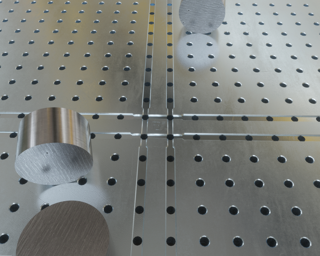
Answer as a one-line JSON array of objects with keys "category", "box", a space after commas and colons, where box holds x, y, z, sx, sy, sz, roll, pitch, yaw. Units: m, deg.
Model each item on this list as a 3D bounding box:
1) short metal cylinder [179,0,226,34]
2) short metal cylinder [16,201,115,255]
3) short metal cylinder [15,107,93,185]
[{"category": "short metal cylinder", "box": [0.077, -0.218, 0.556, 0.080, 0.080, 0.050, 7, 51, 5]}, {"category": "short metal cylinder", "box": [-0.085, 0.117, 0.293, 0.081, 0.050, 0.080, 0, 50, 0]}, {"category": "short metal cylinder", "box": [-0.119, 0.022, 0.352, 0.081, 0.080, 0.050, -10, 51, -8]}]
